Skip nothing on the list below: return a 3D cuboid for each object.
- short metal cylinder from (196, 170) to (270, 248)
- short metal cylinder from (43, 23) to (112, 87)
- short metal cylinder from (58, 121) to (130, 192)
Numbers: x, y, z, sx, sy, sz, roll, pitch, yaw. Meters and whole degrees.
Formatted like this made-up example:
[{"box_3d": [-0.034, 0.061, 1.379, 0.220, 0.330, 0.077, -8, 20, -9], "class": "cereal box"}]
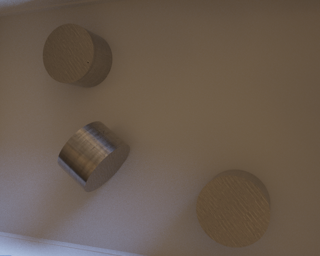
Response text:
[{"box_3d": [0.088, 0.092, 0.366, 0.080, 0.050, 0.079, 0, 90, 19], "class": "short metal cylinder"}, {"box_3d": [-0.115, -0.100, 0.436, 0.080, 0.050, 0.079, 0, 90, 19], "class": "short metal cylinder"}, {"box_3d": [-0.086, 0.038, 0.410, 0.050, 0.080, 0.080, 40, 102, 15], "class": "short metal cylinder"}]
